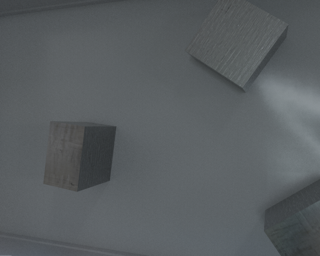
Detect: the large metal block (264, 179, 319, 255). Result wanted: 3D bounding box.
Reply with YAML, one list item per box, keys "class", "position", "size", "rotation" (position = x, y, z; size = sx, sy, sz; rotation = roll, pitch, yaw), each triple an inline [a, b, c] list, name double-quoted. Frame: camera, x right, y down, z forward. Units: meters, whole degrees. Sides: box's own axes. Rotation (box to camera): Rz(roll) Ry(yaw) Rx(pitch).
- class: "large metal block"
  position: [0.160, 0.098, 0.325]
  size: [0.080, 0.080, 0.050]
  rotation: [-36, 79, 16]

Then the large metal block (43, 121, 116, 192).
- class: "large metal block"
  position: [-0.105, 0.034, 0.417]
  size: [0.050, 0.080, 0.079]
  rotation: [8, 93, 19]

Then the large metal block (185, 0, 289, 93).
- class: "large metal block"
  position: [0.090, -0.099, 0.365]
  size: [0.080, 0.050, 0.080]
  rotation: [37, 102, 16]
